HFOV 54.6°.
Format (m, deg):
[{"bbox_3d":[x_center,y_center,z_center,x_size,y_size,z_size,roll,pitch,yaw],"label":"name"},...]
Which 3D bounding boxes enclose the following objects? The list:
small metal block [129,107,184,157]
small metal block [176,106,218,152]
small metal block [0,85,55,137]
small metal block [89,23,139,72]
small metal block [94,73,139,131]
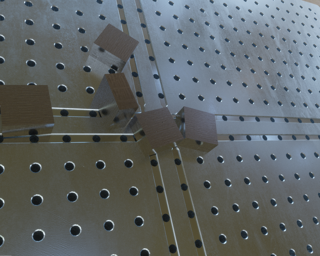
[{"bbox_3d":[-0.005,0.004,0.402,0.050,0.025,0.050,-16,70,-34],"label":"small metal block"},{"bbox_3d":[0.051,0.002,0.434,0.050,0.025,0.050,13,56,-21],"label":"small metal block"},{"bbox_3d":[-0.148,-0.020,0.340,0.050,0.025,0.050,-4,64,-30],"label":"small metal block"},{"bbox_3d":[-0.065,-0.114,0.442,0.050,0.025,0.050,30,52,-9],"label":"small metal block"},{"bbox_3d":[-0.055,-0.032,0.382,0.025,0.050,0.050,-12,68,-33],"label":"small metal block"}]
